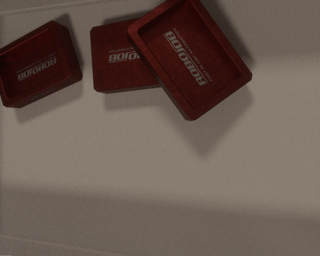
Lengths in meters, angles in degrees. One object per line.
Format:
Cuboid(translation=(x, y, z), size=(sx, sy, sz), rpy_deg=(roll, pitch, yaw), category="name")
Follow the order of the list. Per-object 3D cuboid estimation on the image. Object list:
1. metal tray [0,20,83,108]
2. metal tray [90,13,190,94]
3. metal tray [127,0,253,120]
Cuboid(translation=(-0.191, -0.094, 0.473), size=(0.130, 0.030, 0.090), rpy_deg=(-20, 83, 18), category="metal tray")
Cuboid(translation=(-0.028, -0.098, 0.417), size=(0.130, 0.030, 0.089), rpy_deg=(-4, 89, 19), category="metal tray")
Cuboid(translation=(0.034, -0.084, 0.365), size=(0.090, 0.030, 0.130), rpy_deg=(-36, 91, -5), category="metal tray")
